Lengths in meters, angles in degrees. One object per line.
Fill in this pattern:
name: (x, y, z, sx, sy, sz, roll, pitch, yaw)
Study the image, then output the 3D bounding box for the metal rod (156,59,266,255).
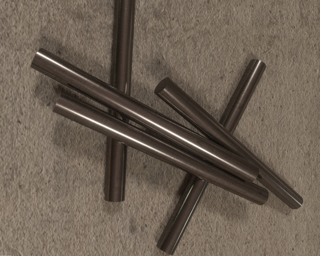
metal rod: (0.077, 0.033, 0.438, 0.025, 0.025, 0.299, 32, 79, -18)

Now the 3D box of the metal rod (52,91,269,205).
metal rod: (0.016, 0.034, 0.388, 0.301, 0.025, 0.025, 26, 81, -19)

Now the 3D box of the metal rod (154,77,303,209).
metal rod: (0.109, 0.034, 0.426, 0.301, 0.025, 0.025, 38, 78, -26)

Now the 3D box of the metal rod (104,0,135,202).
metal rod: (-0.049, -0.059, 0.391, 0.025, 0.025, 0.298, 3, 89, -20)

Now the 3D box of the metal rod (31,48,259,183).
metal rod: (-0.006, -0.008, 0.375, 0.301, 0.025, 0.025, 28, 81, -13)
